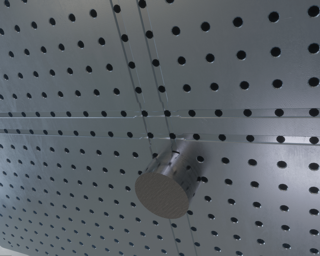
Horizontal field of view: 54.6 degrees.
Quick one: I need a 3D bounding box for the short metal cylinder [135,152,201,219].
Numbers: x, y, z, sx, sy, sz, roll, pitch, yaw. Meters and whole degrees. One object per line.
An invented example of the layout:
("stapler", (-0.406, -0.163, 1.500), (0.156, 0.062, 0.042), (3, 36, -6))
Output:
("short metal cylinder", (0.012, 0.081, 0.439), (0.080, 0.050, 0.080), (13, 124, 21))
